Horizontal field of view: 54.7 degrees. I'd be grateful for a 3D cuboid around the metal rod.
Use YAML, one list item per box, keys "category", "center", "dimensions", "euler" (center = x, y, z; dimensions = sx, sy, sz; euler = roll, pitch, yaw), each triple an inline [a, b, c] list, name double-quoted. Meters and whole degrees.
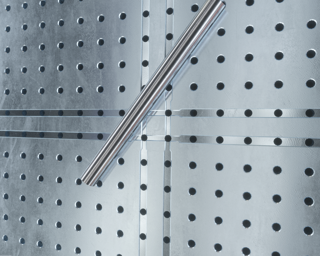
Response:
- category: "metal rod"
  center: [-0.016, -0.041, 0.417]
  dimensions: [0.025, 0.025, 0.299]
  euler: [40, 102, 15]
